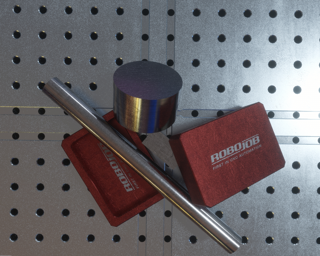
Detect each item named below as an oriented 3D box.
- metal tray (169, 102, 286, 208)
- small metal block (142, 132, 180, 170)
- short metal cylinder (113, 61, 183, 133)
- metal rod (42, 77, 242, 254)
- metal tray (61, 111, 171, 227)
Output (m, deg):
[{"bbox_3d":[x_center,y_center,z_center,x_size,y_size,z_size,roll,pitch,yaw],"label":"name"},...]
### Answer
[{"bbox_3d":[0.086,0.030,0.382,0.131,0.030,0.090,-21,90,-25],"label":"metal tray"},{"bbox_3d":[0.005,0.025,0.396,0.050,0.050,0.025,41,90,0],"label":"small metal block"},{"bbox_3d":[-0.016,-0.039,0.376,0.080,0.080,0.050,8,132,0],"label":"short metal cylinder"},{"bbox_3d":[-0.021,0.046,0.379,0.300,0.025,0.025,41,90,-1],"label":"metal rod"},{"bbox_3d":[-0.055,0.050,0.406,0.090,0.030,0.130,-32,90,0],"label":"metal tray"}]
